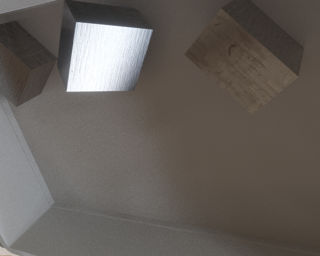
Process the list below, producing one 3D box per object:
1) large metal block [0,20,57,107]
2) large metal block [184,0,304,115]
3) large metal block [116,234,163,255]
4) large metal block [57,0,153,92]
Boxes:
[{"bbox_3d":[-0.207,-0.092,0.445,0.080,0.050,0.080,42,129,-1],"label":"large metal block"},{"bbox_3d":[0.081,-0.071,0.286,0.080,0.080,0.050,42,129,-1],"label":"large metal block"},{"bbox_3d":[-0.036,0.249,0.549,0.050,0.080,0.080,-21,107,36],"label":"large metal block"},{"bbox_3d":[-0.064,-0.088,0.344,0.050,0.081,0.079,59,141,38],"label":"large metal block"}]
